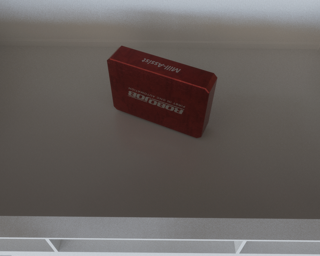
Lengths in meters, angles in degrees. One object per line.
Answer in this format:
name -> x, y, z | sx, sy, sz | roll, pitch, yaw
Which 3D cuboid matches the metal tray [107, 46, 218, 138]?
metal tray -> 0.001, -0.045, 0.396 | 0.130, 0.089, 0.030 | 20, 53, 15
